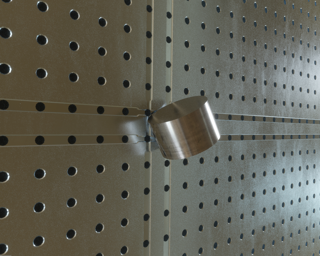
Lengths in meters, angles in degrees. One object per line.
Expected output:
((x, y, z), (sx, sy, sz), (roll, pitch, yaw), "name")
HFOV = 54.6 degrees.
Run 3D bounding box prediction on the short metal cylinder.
((0.031, -0.002, 0.397), (0.080, 0.080, 0.050), (-35, 111, -34), "short metal cylinder")
